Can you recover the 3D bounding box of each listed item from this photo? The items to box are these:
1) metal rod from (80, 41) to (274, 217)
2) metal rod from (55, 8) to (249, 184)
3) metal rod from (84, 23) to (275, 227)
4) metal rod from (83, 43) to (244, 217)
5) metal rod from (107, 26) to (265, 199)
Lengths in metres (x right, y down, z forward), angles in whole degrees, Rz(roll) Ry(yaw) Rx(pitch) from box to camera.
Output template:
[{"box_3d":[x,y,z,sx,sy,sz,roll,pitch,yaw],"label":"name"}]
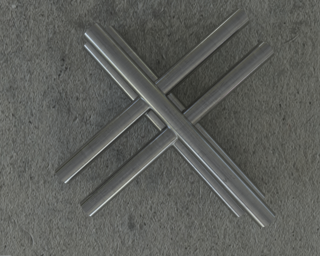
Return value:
[{"box_3d":[0.022,0.001,0.386,0.300,0.025,0.025,-42,91,-1],"label":"metal rod"},{"box_3d":[-0.009,-0.040,0.386,0.300,0.025,0.025,-42,91,-1],"label":"metal rod"},{"box_3d":[0.023,-0.003,0.361,0.025,0.025,0.300,-43,91,0],"label":"metal rod"},{"box_3d":[0.009,-0.001,0.411,0.025,0.025,0.300,-42,91,0],"label":"metal rod"},{"box_3d":[0.030,-0.015,0.411,0.025,0.025,0.300,-42,91,0],"label":"metal rod"}]
